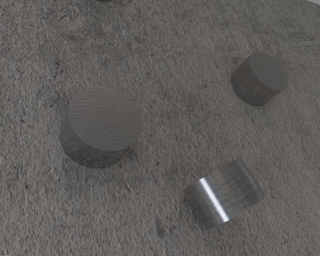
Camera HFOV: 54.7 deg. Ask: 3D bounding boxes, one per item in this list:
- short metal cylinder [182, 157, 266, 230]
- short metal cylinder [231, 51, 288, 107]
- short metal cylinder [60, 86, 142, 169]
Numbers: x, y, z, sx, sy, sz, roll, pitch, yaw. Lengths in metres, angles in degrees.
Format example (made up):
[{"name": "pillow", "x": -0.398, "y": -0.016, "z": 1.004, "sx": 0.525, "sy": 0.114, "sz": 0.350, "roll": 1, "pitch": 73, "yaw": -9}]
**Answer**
[{"name": "short metal cylinder", "x": 0.074, "y": 0.076, "z": 0.362, "sx": 0.081, "sy": 0.080, "sz": 0.050, "roll": -20, "pitch": 73, "yaw": -35}, {"name": "short metal cylinder", "x": 0.169, "y": -0.083, "z": 0.529, "sx": 0.081, "sy": 0.050, "sz": 0.080, "roll": 14, "pitch": 56, "yaw": -21}, {"name": "short metal cylinder", "x": -0.068, "y": 0.000, "z": 0.351, "sx": 0.081, "sy": 0.050, "sz": 0.080, "roll": 14, "pitch": 56, "yaw": -21}]
